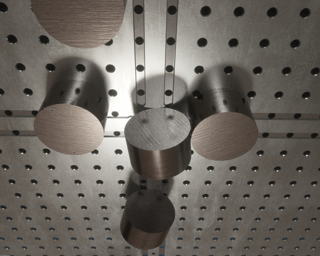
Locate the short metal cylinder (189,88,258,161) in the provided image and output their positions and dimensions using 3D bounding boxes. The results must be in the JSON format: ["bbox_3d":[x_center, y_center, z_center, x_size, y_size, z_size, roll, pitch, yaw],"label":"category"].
[{"bbox_3d":[0.078,-0.004,0.393,0.081,0.050,0.079,0,130,0],"label":"short metal cylinder"}]

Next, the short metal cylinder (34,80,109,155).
[{"bbox_3d":[-0.107,-0.012,0.383,0.081,0.050,0.079,0,130,0],"label":"short metal cylinder"}]

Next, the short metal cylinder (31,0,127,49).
[{"bbox_3d":[-0.072,-0.122,0.290,0.081,0.050,0.079,0,130,0],"label":"short metal cylinder"}]

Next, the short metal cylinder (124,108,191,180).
[{"bbox_3d":[-0.001,0.018,0.391,0.080,0.080,0.050,-4,130,3],"label":"short metal cylinder"}]

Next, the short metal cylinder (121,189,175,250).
[{"bbox_3d":[-0.021,0.147,0.500,0.081,0.080,0.050,10,129,-9],"label":"short metal cylinder"}]
